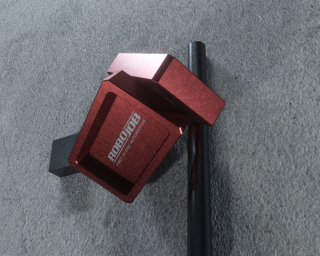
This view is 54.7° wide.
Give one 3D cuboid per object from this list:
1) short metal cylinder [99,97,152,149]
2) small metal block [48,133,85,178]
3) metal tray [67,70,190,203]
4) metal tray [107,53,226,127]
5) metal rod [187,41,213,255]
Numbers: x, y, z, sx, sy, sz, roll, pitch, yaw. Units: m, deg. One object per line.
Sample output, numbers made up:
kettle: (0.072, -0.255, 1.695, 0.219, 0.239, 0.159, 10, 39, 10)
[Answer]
short metal cylinder: (-0.045, -0.010, 0.397, 0.080, 0.080, 0.050, 5, 64, 30)
small metal block: (-0.129, 0.039, 0.446, 0.050, 0.025, 0.050, -16, 55, 18)
metal tray: (-0.039, 0.015, 0.336, 0.090, 0.129, 0.030, 34, 35, 1)
metal tray: (0.002, -0.048, 0.360, 0.030, 0.090, 0.130, -59, 32, -5)
metal rod: (0.046, 0.013, 0.370, 0.025, 0.025, 0.299, -10, 57, 22)
